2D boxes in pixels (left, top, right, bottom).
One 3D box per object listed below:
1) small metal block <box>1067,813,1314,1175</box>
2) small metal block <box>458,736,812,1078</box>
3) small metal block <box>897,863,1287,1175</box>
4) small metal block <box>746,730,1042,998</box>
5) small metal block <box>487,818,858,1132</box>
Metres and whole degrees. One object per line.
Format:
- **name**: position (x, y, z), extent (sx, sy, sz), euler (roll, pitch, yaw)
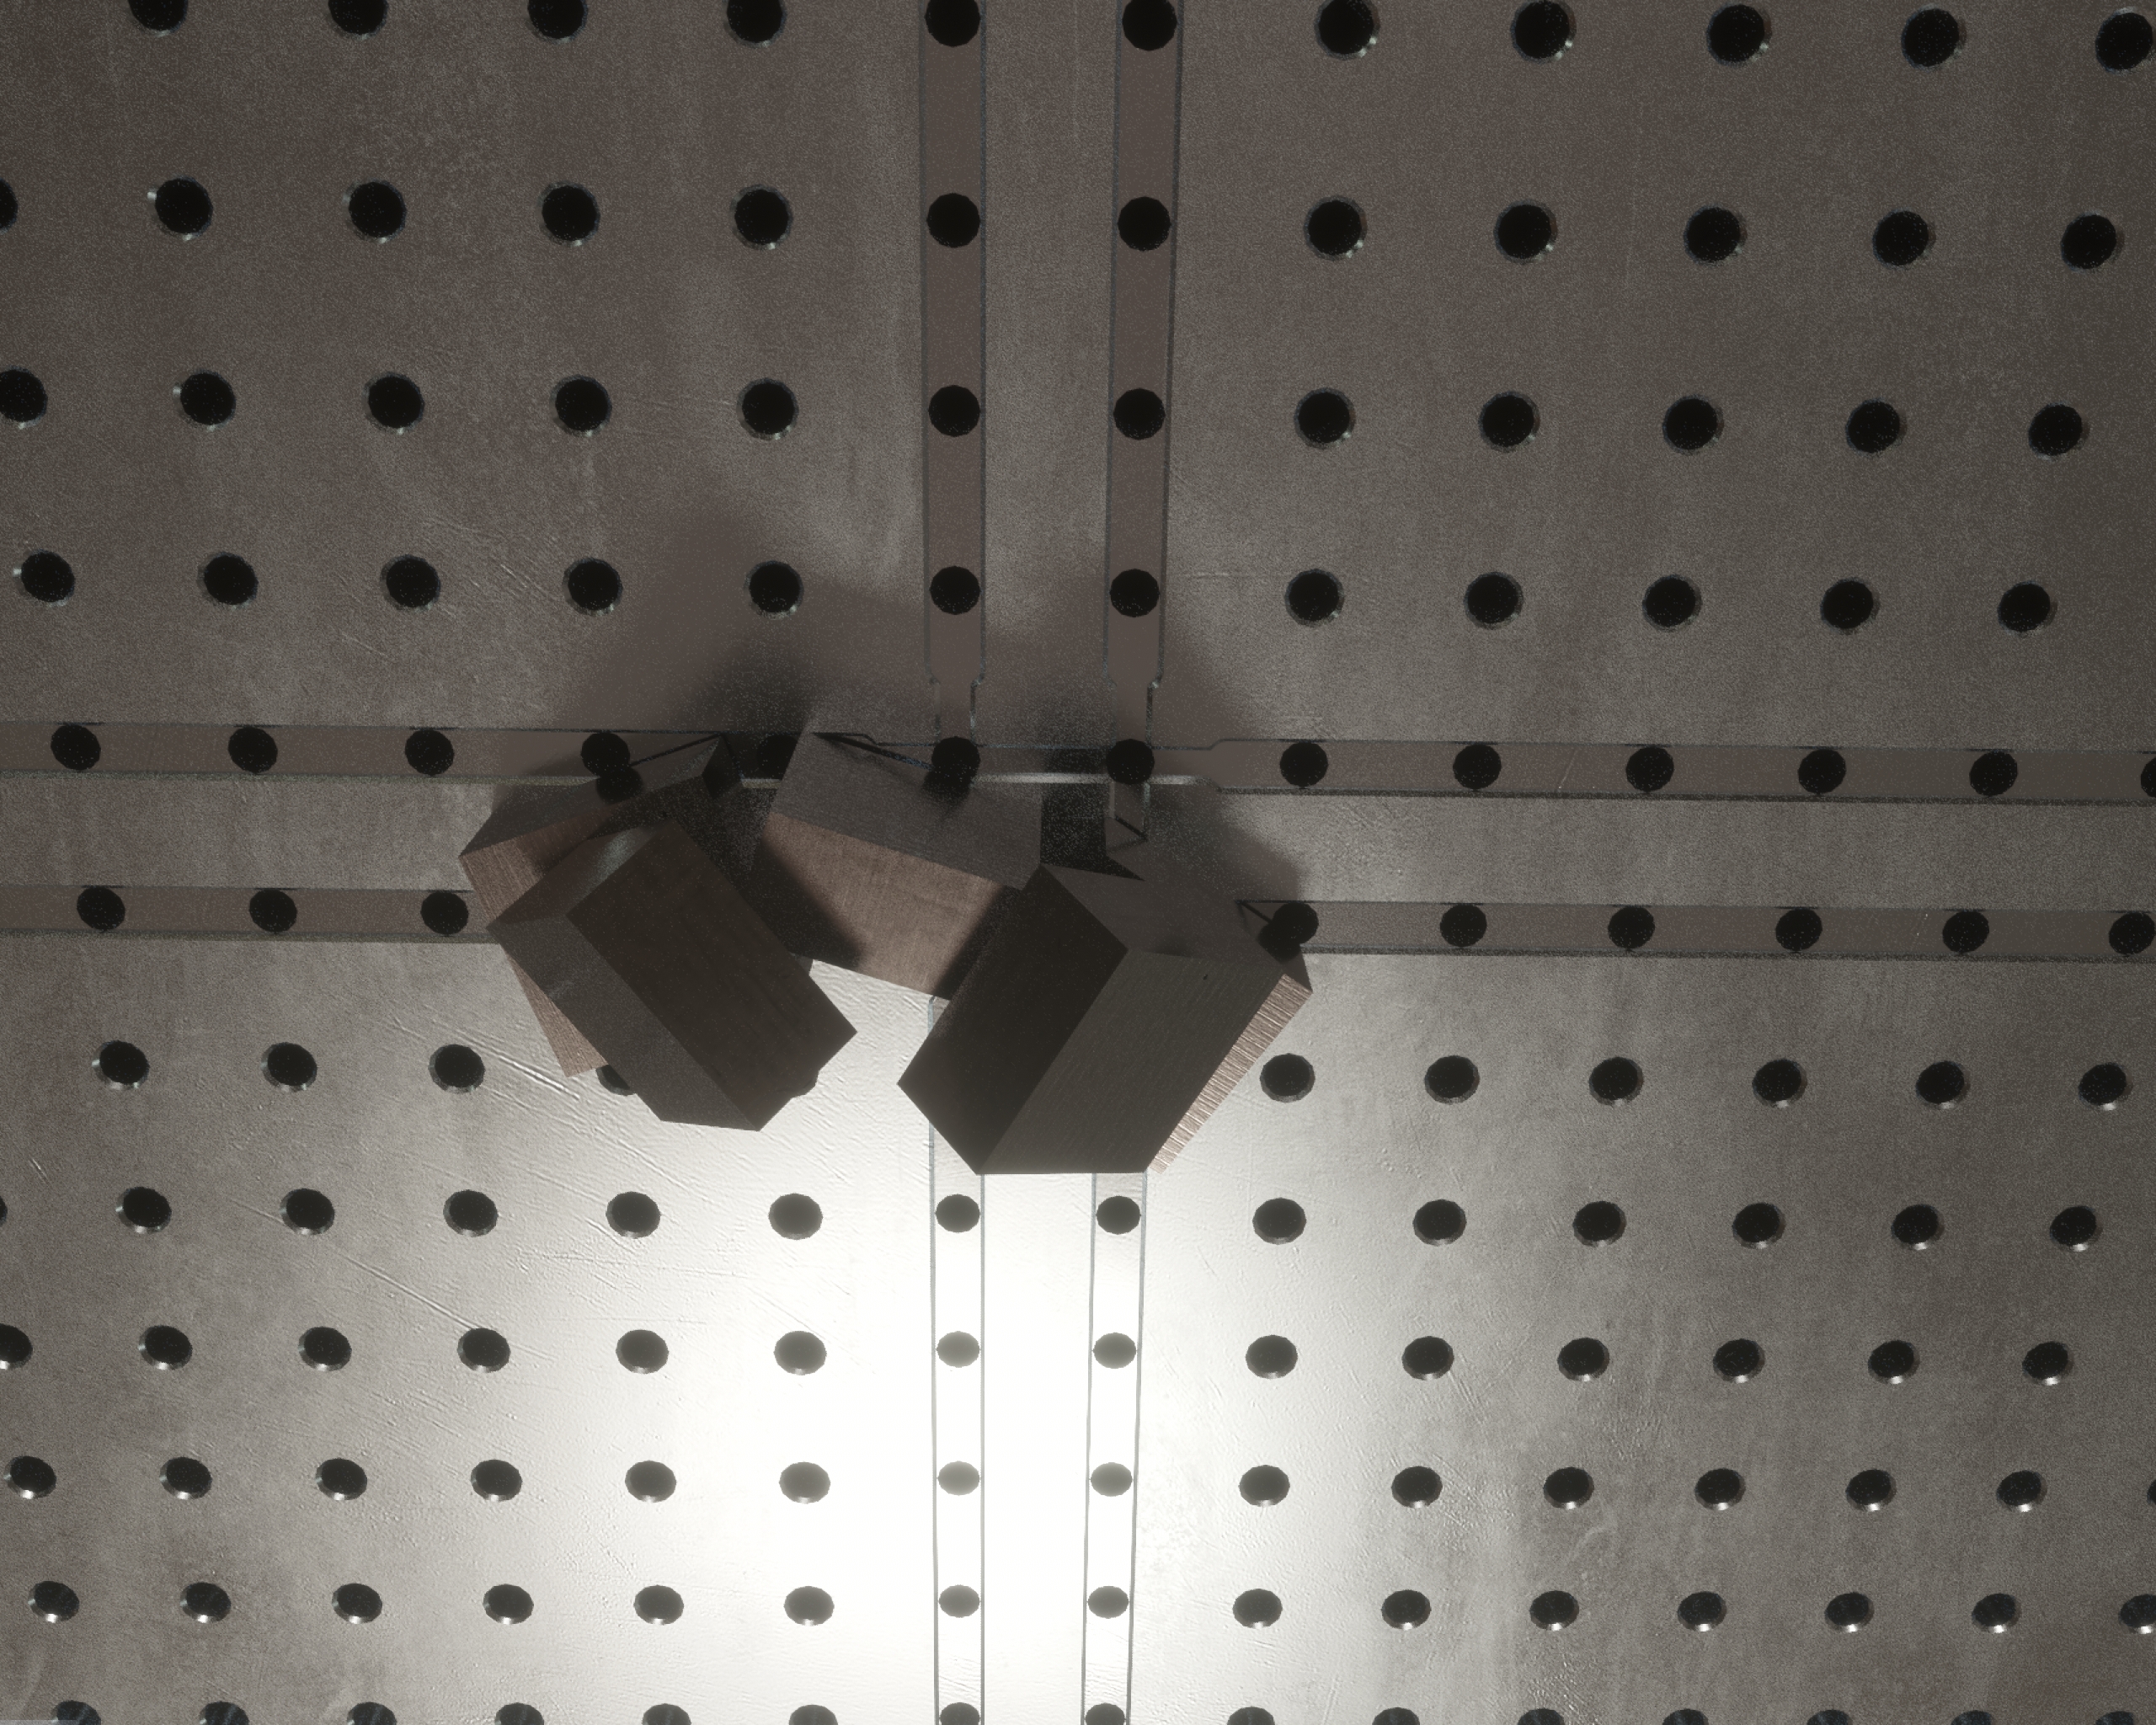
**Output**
- **small metal block**: position (0.011, 0.027, 0.424), extent (0.050, 0.025, 0.050), euler (34, 106, -12)
- **small metal block**: position (-0.086, 0.009, 0.416), extent (0.050, 0.025, 0.050), euler (-18, 109, 6)
- **small metal block**: position (0.003, 0.030, 0.383), extent (0.050, 0.025, 0.050), euler (11, 118, -52)
- **small metal block**: position (-0.035, 0.001, 0.400), extent (0.050, 0.050, 0.025), euler (18, 109, -7)
- **small metal block**: position (-0.074, 0.021, 0.377), extent (0.025, 0.050, 0.050), euler (-46, 108, -25)
